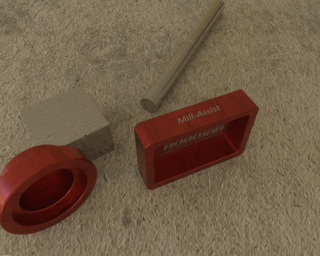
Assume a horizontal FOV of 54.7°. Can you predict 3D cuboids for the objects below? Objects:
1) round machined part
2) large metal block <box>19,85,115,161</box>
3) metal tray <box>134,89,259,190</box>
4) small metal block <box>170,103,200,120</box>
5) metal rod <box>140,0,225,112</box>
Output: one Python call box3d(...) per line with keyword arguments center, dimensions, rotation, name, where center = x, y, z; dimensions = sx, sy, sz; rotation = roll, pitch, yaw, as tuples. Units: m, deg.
box3d(center=(-0.116, 0.055, 0.309), dimensions=(0.099, 0.097, 0.042), rotation=(-33, 57, -25), name="round machined part")
box3d(center=(-0.114, 0.003, 0.384), dimensions=(0.081, 0.050, 0.080), rotation=(-27, 55, -21), name="large metal block")
box3d(center=(0.040, 0.015, 0.349), dimensions=(0.131, 0.090, 0.030), rotation=(-19, 53, -15), name="metal tray")
box3d(center=(0.042, -0.005, 0.408), dimensions=(0.050, 0.025, 0.050), rotation=(-5, 50, -4), name="small metal block")
box3d(center=(0.049, -0.135, 0.516), dimensions=(0.025, 0.025, 0.301), rotation=(20, 53, 16), name="metal rod")
